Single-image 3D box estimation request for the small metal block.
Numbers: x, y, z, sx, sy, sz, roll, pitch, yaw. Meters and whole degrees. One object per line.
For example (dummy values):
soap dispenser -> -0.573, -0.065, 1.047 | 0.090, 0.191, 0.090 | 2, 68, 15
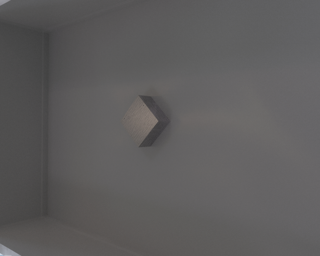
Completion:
small metal block -> -0.021, -0.009, 0.425 | 0.050, 0.025, 0.050 | -52, 60, 27
